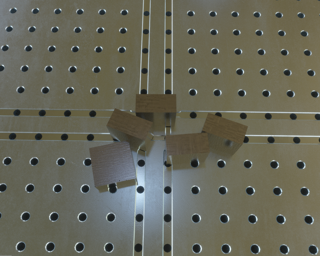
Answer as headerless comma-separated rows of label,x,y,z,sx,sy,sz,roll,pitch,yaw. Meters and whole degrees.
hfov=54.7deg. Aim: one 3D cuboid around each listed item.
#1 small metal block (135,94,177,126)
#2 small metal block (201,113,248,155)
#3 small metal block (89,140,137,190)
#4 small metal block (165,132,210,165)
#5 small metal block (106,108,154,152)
small metal block,-0.005,-0.022,0.407,0.050,0.050,0.025,0,70,0
small metal block,0.078,0.009,0.396,0.050,0.050,0.025,20,71,6
small metal block,-0.059,0.047,0.394,0.050,0.025,0.050,-12,71,-5
small metal block,0.032,0.027,0.389,0.050,0.050,0.025,-4,71,-2
small metal block,-0.037,0.004,0.397,0.050,0.050,0.025,21,72,7
